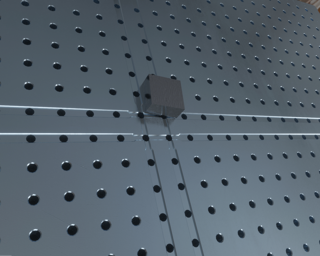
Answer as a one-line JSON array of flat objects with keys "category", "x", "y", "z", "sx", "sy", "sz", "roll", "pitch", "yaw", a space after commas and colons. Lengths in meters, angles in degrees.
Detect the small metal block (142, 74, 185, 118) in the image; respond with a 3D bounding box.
[{"category": "small metal block", "x": 0.004, "y": -0.045, "z": 0.439, "sx": 0.050, "sy": 0.025, "sz": 0.050, "roll": 8, "pitch": 58, "yaw": -24}]
